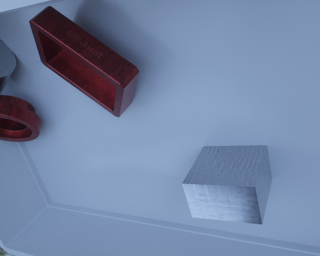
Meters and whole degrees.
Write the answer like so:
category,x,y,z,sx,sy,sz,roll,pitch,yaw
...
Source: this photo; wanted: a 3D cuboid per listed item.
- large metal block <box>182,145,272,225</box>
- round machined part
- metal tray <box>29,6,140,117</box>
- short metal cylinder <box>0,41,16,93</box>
category,x,y,z,sx,sy,sz,roll,pitch,yaw
large metal block,0.083,0.063,0.368,0.080,0.080,0.050,-3,117,29
round machined part,-0.239,-0.017,0.489,0.099,0.042,0.098,0,153,0
metal tray,-0.091,-0.076,0.379,0.130,0.030,0.090,36,157,4
short metal cylinder,-0.260,-0.091,0.451,0.080,0.080,0.050,47,129,-5
